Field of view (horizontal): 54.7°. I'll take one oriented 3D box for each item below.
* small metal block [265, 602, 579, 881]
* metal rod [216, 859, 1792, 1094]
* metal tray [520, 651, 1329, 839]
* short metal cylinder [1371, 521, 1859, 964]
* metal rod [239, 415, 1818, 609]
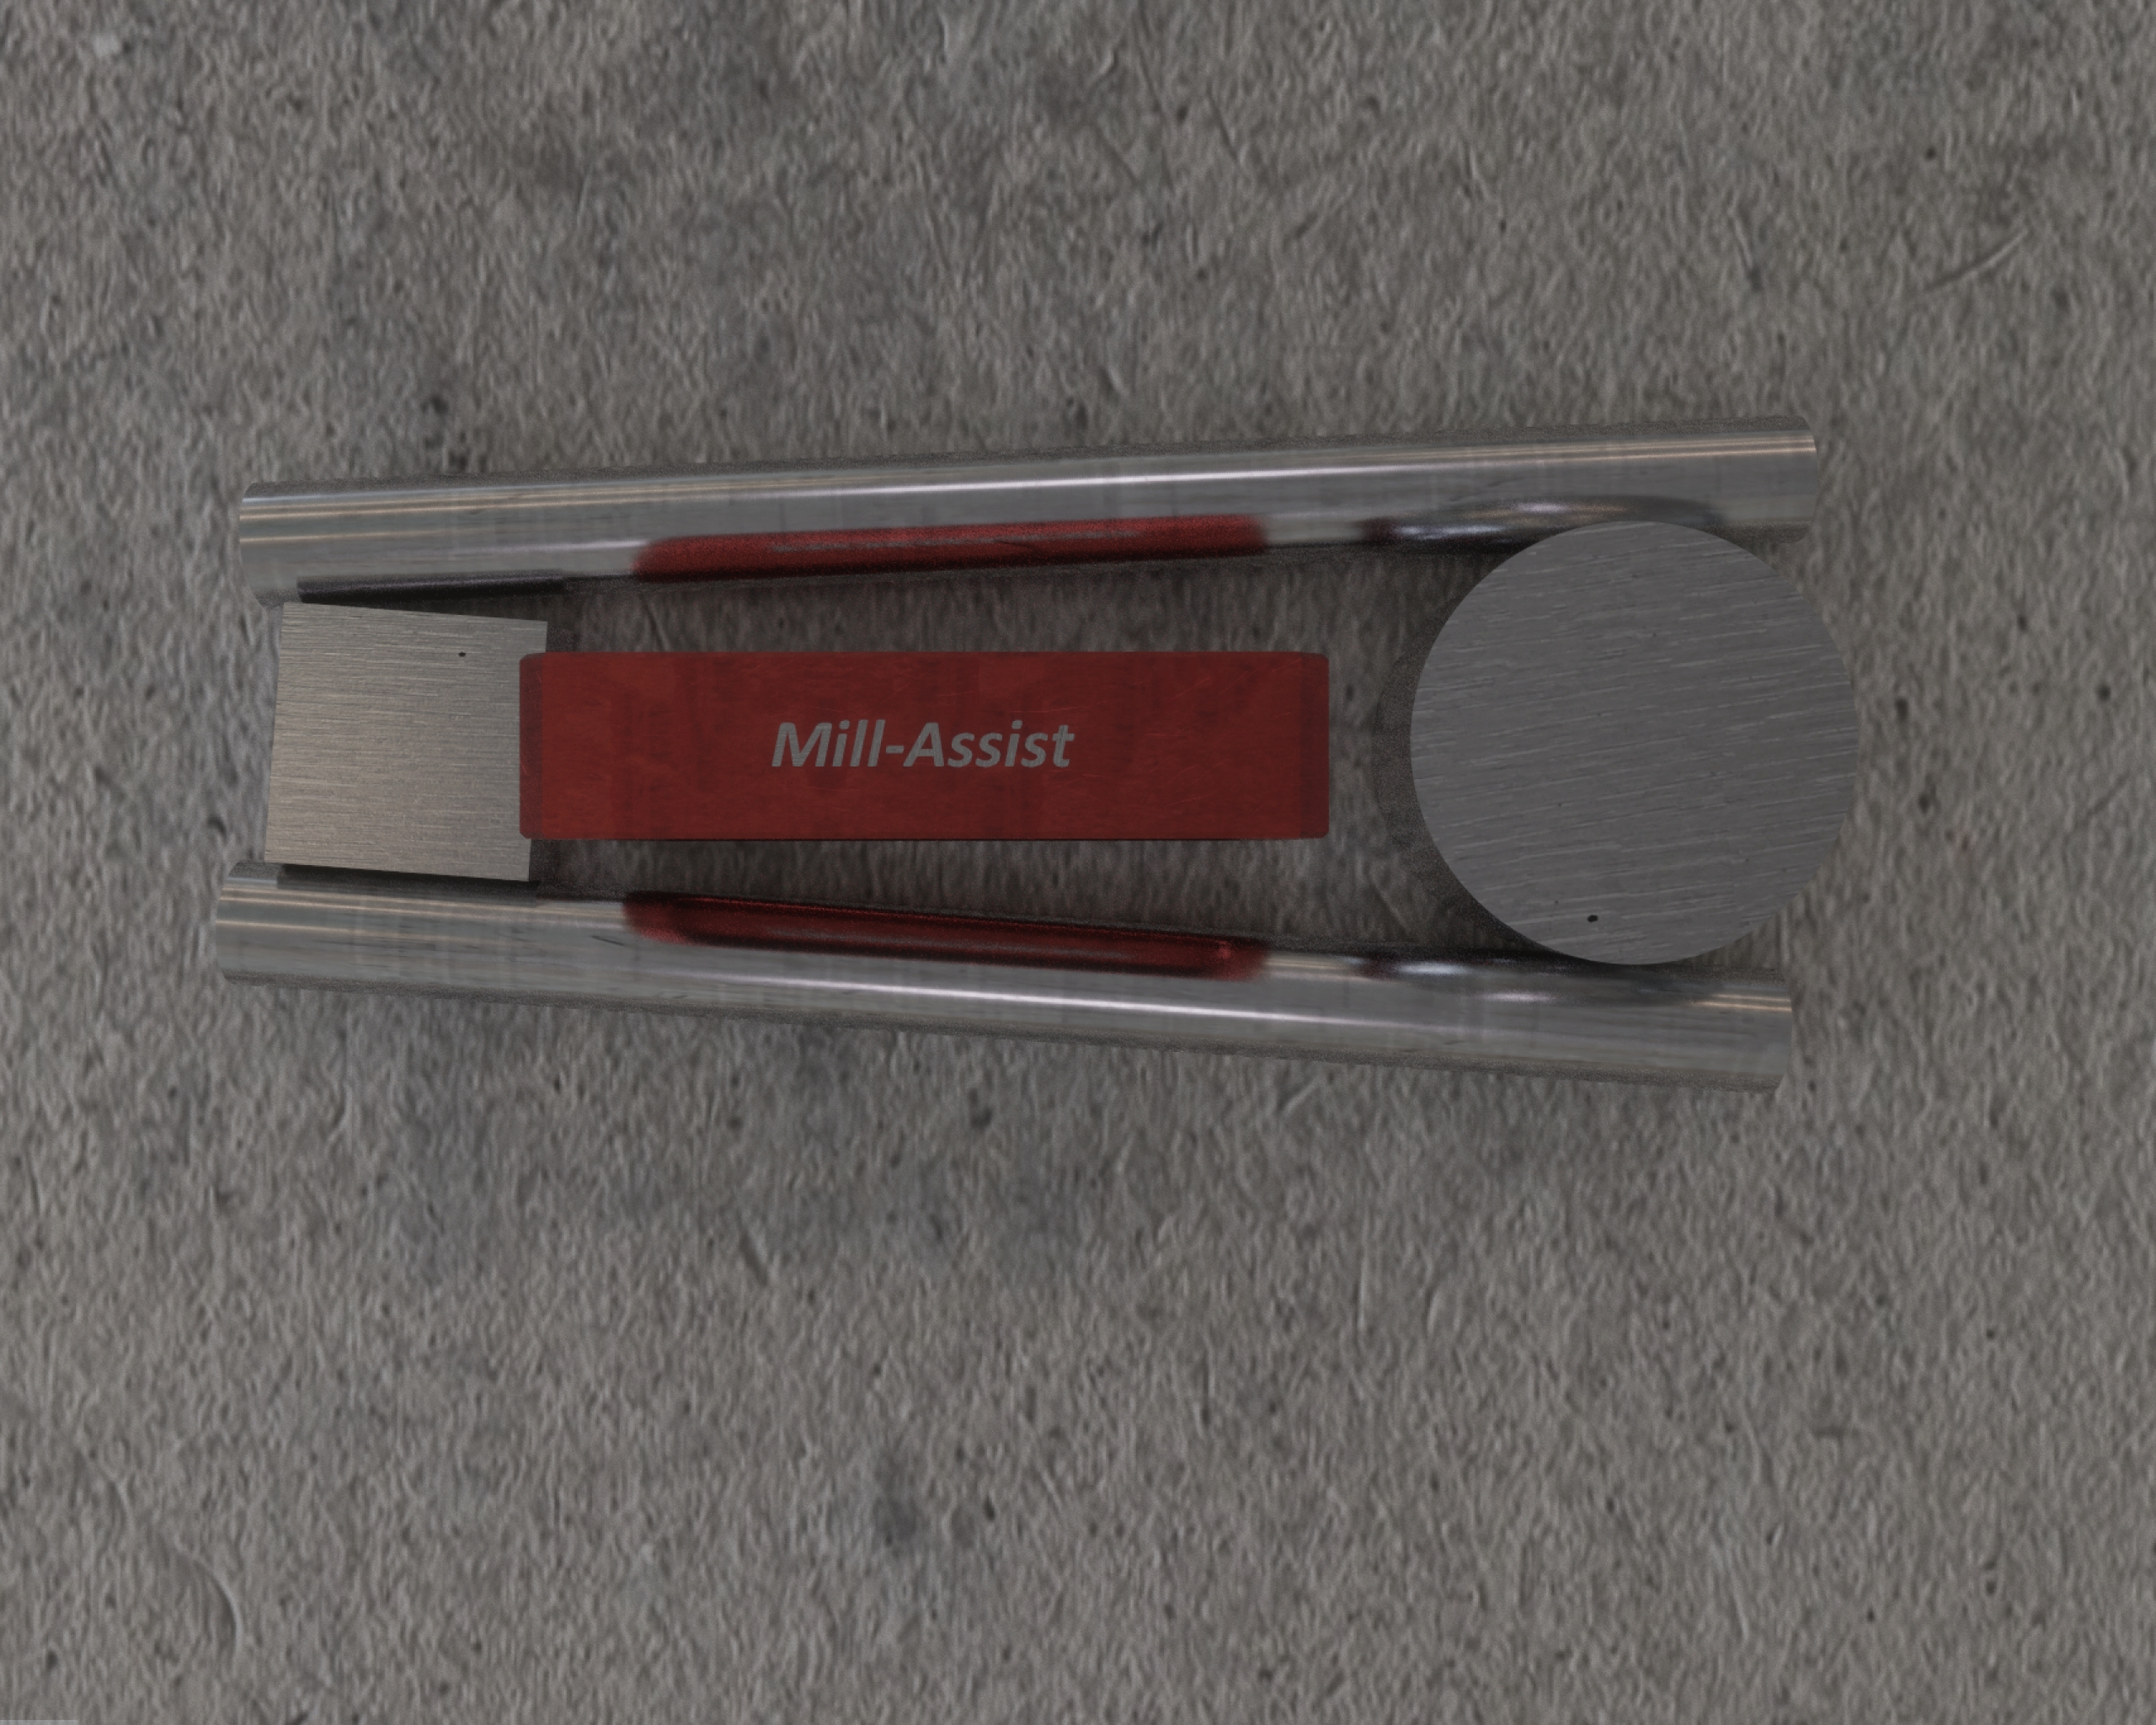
[{"bbox_3d":[-0.128,-0.023,0.411,0.050,0.025,0.050,4,90,0],"label":"small metal block"},{"bbox_3d":[-0.014,0.022,0.411,0.302,0.025,0.025,4,90,0],"label":"metal rod"},{"bbox_3d":[-0.024,-0.019,0.377,0.131,0.090,0.030,0,90,0],"label":"metal tray"},{"bbox_3d":[0.100,-0.022,0.399,0.081,0.050,0.079,0,90,0],"label":"short metal cylinder"},{"bbox_3d":[-0.009,-0.069,0.411,0.302,0.025,0.025,-3,90,0],"label":"metal rod"}]
